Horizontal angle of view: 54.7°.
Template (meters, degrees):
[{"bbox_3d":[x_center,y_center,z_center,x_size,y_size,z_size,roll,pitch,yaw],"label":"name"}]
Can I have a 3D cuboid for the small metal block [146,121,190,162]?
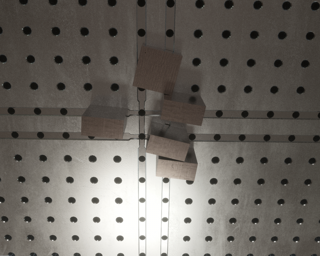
[{"bbox_3d":[0.009,0.016,0.406,0.050,0.050,0.025,14,110,-6],"label":"small metal block"}]

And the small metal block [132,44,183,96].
[{"bbox_3d":[-0.003,-0.073,0.386,0.050,0.025,0.050,13,110,-6],"label":"small metal block"}]

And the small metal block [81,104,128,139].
[{"bbox_3d":[-0.070,-0.009,0.396,0.050,0.050,0.025,6,110,-3],"label":"small metal block"}]

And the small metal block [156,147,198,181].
[{"bbox_3d":[0.021,0.045,0.417,0.050,0.050,0.025,8,110,-3],"label":"small metal block"}]

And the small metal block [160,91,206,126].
[{"bbox_3d":[0.027,-0.027,0.391,0.050,0.050,0.025,9,110,-4],"label":"small metal block"}]
